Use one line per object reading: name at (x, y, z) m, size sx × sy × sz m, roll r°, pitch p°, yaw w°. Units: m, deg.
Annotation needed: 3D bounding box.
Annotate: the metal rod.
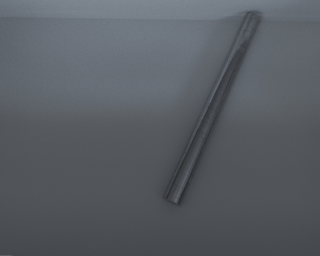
metal rod at (0.077, -0.038, 0.423) m, size 0.025 × 0.025 × 0.300 m, roll 24°, pitch 72°, yaw 8°
